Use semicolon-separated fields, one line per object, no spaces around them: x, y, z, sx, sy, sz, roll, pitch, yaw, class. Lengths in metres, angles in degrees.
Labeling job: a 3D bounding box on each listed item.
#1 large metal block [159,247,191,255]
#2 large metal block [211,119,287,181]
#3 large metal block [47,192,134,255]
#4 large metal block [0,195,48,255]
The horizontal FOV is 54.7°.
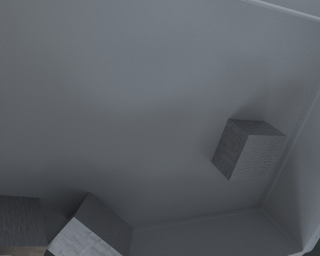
0.028;0.275;0.561;0.081;0.080;0.050;-9;123;-24;large metal block
0.139;0.034;0.489;0.081;0.050;0.079;2;117;-30;large metal block
-0.084;0.138;0.393;0.080;0.080;0.050;41;96;-6;large metal block
-0.181;0.121;0.349;0.081;0.080;0.050;15;111;-34;large metal block
